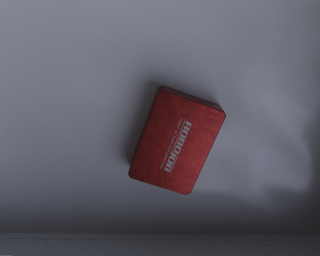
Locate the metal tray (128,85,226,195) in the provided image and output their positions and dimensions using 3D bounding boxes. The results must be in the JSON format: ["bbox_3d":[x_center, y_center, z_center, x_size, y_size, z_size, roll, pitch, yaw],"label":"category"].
[{"bbox_3d":[0.020,0.019,0.416,0.091,0.030,0.129,19,109,-8],"label":"metal tray"}]
